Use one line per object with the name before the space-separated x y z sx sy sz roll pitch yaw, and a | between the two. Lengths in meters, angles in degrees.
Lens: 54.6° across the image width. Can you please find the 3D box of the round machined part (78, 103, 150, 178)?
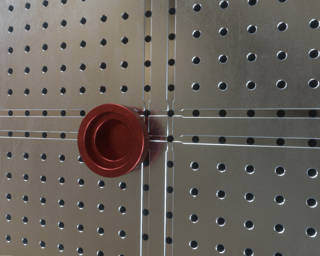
round machined part | -0.059 0.016 0.425 0.098 0.042 0.097 0 90 20
